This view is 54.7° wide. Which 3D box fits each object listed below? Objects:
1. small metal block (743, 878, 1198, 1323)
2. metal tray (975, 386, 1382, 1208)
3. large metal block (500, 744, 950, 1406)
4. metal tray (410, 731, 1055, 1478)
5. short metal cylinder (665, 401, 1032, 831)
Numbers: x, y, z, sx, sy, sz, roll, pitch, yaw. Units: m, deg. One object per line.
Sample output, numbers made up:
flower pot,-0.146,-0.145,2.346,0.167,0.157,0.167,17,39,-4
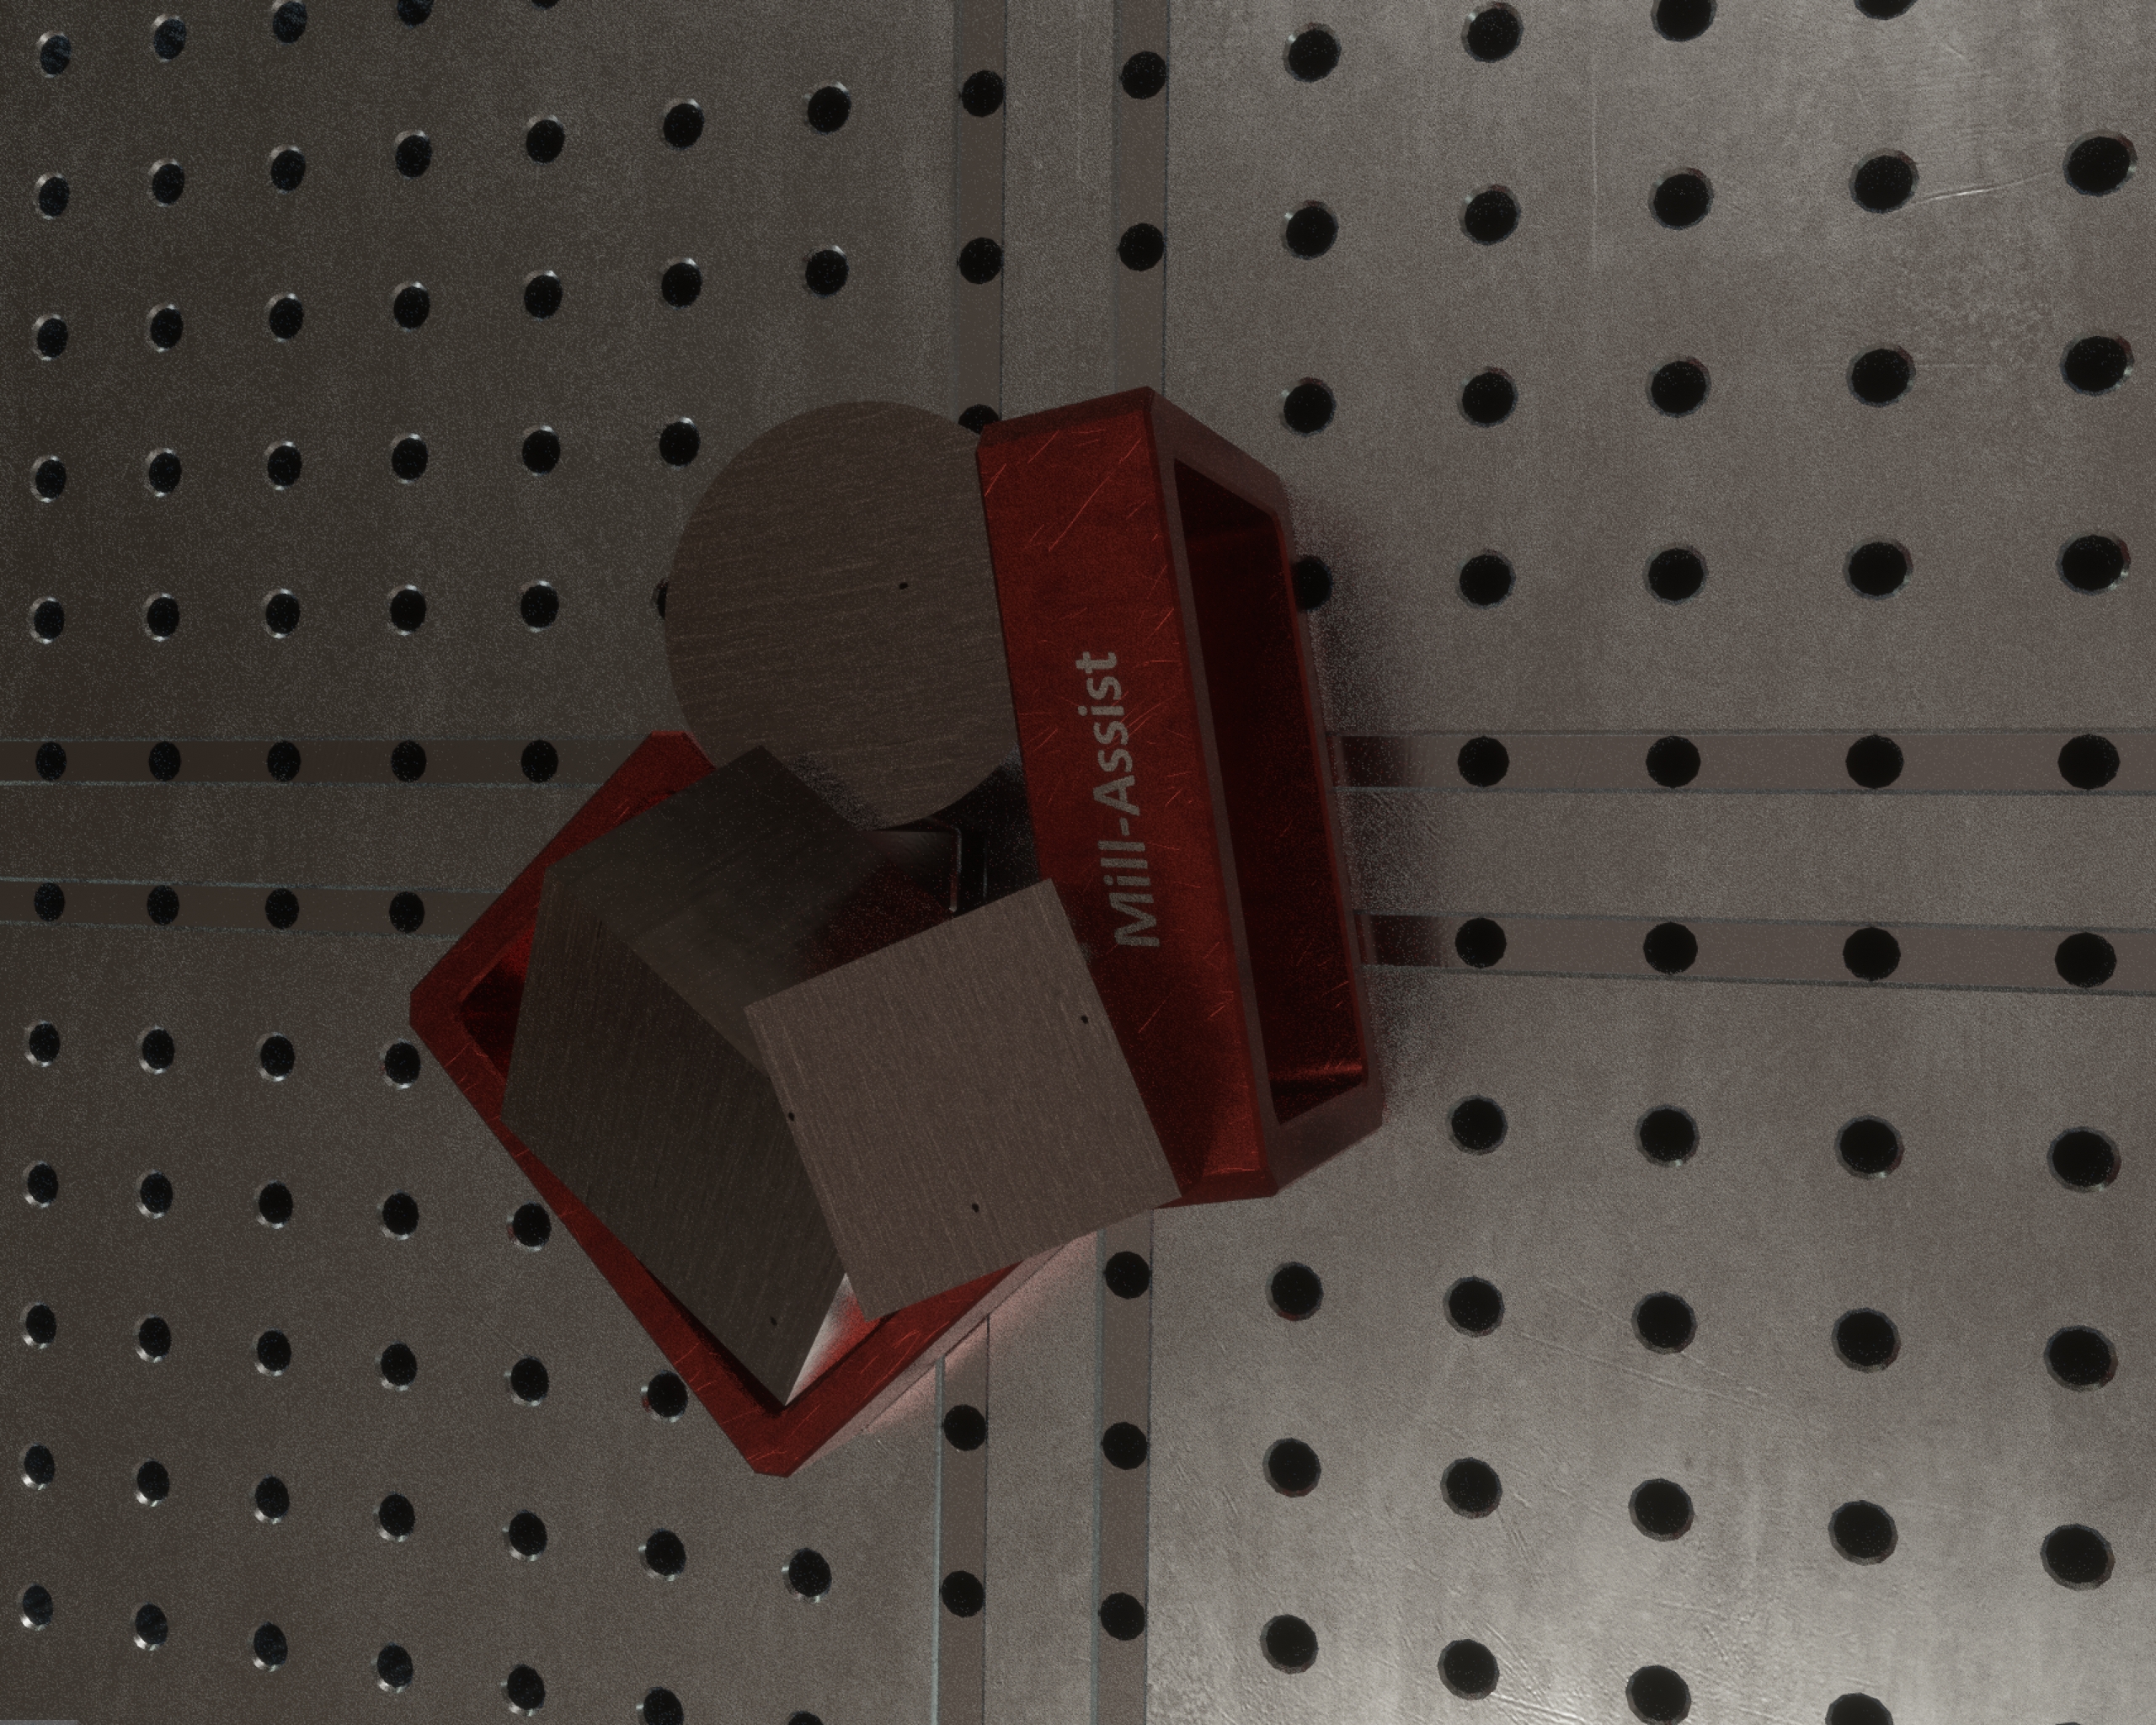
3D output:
small metal block,-0.015,0.036,0.317,0.050,0.025,0.050,-23,83,7
metal tray,0.021,-0.010,0.370,0.030,0.090,0.129,-10,87,19
large metal block,-0.056,0.040,0.385,0.080,0.050,0.079,41,138,14
metal tray,-0.067,0.048,0.431,0.090,0.030,0.130,-45,77,14
short metal cylinder,-0.033,-0.046,0.410,0.080,0.050,0.079,0,90,19
